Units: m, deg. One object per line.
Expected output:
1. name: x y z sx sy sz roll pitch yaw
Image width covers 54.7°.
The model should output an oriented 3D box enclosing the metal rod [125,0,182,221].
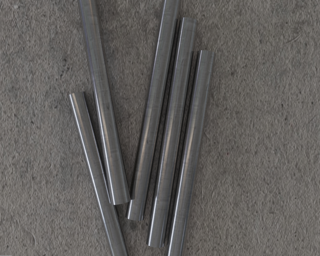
1. metal rod: -0.008 -0.029 0.409 0.025 0.025 0.298 10 90 0

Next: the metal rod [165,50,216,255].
1. metal rod: 0.038 0.048 0.410 0.025 0.025 0.298 9 90 0

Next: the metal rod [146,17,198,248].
1. metal rod: 0.016 0.006 0.409 0.025 0.025 0.298 9 90 0

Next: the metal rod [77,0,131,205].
1. metal rod: -0.075 -0.052 0.402 0.025 0.025 0.298 -10 87 0

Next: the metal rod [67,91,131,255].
1. metal rod: -0.070 0.099 0.409 0.025 0.025 0.298 -15 90 0
